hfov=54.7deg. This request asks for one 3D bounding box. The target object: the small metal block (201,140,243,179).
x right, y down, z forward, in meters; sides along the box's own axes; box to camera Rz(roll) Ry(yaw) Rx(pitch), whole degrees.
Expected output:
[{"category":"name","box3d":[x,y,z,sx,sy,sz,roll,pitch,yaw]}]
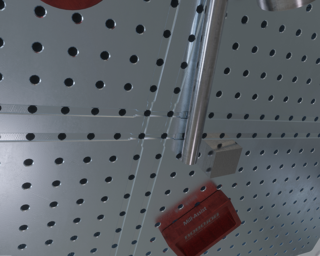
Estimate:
[{"category":"small metal block","box3d":[0.099,0.049,0.495,0.050,0.025,0.050,-7,122,-25]}]

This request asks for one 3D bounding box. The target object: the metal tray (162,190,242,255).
[{"category":"metal tray","box3d":[0.078,0.181,0.562,0.130,0.030,0.090,-35,129,-5]}]

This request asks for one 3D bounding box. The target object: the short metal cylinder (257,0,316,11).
[{"category":"short metal cylinder","box3d":[0.144,-0.175,0.346,0.080,0.080,0.050,-35,129,-5]}]

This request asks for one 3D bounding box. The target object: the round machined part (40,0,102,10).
[{"category":"round machined part","box3d":[-0.077,-0.151,0.264,0.099,0.042,0.097,-14,124,-21]}]

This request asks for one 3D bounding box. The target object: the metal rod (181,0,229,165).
[{"category":"metal rod","box3d":[0.059,-0.082,0.392,0.025,0.025,0.298,-8,122,-24]}]
